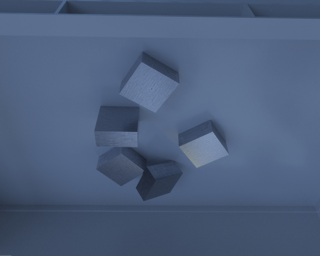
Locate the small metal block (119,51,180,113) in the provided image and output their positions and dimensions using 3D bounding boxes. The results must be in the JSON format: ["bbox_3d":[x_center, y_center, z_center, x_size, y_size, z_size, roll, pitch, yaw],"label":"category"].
[{"bbox_3d":[-0.013,-0.053,0.364,0.050,0.025,0.050,27,125,-21],"label":"small metal block"}]

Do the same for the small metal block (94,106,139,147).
[{"bbox_3d":[-0.052,-0.002,0.390,0.050,0.050,0.025,1,130,-1],"label":"small metal block"}]

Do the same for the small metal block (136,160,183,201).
[{"bbox_3d":[-0.001,0.078,0.460,0.050,0.025,0.050,-9,140,-38],"label":"small metal block"}]

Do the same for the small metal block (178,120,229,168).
[{"bbox_3d":[0.060,0.023,0.429,0.050,0.025,0.050,-26,126,20],"label":"small metal block"}]

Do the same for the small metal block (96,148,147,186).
[{"bbox_3d":[-0.056,0.053,0.454,0.050,0.025,0.050,-33,123,24],"label":"small metal block"}]
